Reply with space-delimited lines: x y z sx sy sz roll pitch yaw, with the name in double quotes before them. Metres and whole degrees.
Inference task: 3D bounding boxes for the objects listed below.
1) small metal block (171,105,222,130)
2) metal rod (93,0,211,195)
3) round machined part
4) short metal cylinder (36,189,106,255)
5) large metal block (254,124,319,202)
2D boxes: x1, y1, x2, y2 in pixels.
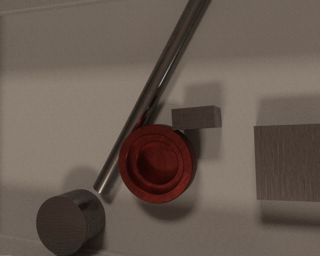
"small metal block" 0.046 -0.011 0.380 0.050 0.050 0.025 -4 88 19
"metal rod" -0.013 -0.043 0.414 0.025 0.025 0.299 31 100 17
"round machined part" 0.000 0.043 0.399 0.098 0.042 0.097 1 93 20
"short metal cylinder" -0.126 0.131 0.440 0.080 0.050 0.079 0 90 19
"large metal block" 0.149 0.036 0.345 0.080 0.050 0.079 -2 89 19
